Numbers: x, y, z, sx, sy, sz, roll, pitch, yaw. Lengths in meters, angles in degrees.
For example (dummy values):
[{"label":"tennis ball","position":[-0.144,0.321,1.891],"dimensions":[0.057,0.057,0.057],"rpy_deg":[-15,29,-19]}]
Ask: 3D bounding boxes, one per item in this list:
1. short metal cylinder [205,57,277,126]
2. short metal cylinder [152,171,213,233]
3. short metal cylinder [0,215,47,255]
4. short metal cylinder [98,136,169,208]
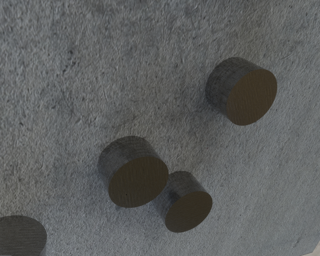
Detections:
[{"label":"short metal cylinder","position":[0.109,-0.050,0.419],"dimensions":[0.081,0.050,0.079],"rpy_deg":[-14,124,-21]},{"label":"short metal cylinder","position":[0.033,0.114,0.479],"dimensions":[0.081,0.050,0.079],"rpy_deg":[-14,124,-21]},{"label":"short metal cylinder","position":[-0.178,0.151,0.367],"dimensions":[0.081,0.080,0.050],"rpy_deg":[-2,119,-28]},{"label":"short metal cylinder","position":[-0.036,0.057,0.406],"dimensions":[0.081,0.050,0.079],"rpy_deg":[-14,124,-21]}]
